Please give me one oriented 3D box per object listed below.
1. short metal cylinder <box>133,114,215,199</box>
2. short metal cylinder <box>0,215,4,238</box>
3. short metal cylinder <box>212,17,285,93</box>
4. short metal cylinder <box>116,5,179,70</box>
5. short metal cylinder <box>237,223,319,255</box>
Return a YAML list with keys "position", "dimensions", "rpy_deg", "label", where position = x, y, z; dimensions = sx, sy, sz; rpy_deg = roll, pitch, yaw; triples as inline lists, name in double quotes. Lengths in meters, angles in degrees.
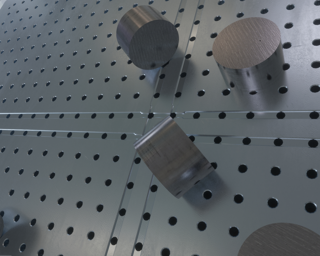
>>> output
- position: [0.016, 0.031, 0.346]
  dimensions: [0.050, 0.080, 0.080]
  rpy_deg: [-40, 51, 1]
  label: "short metal cylinder"
- position: [-0.270, 0.139, 0.429]
  dimensions: [0.050, 0.080, 0.080]
  rpy_deg: [18, 71, 35]
  label: "short metal cylinder"
- position: [0.112, -0.091, 0.389]
  dimensions: [0.080, 0.050, 0.080]
  rpy_deg: [-13, 56, 21]
  label: "short metal cylinder"
- position: [-0.019, -0.135, 0.466]
  dimensions: [0.080, 0.080, 0.050]
  rpy_deg: [-37, 51, 3]
  label: "short metal cylinder"
- position: [0.109, 0.125, 0.258]
  dimensions: [0.080, 0.050, 0.080]
  rpy_deg: [-13, 56, 21]
  label: "short metal cylinder"
